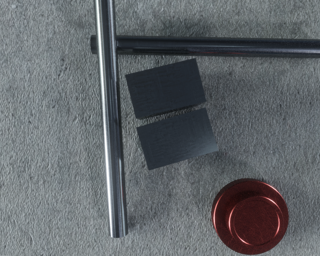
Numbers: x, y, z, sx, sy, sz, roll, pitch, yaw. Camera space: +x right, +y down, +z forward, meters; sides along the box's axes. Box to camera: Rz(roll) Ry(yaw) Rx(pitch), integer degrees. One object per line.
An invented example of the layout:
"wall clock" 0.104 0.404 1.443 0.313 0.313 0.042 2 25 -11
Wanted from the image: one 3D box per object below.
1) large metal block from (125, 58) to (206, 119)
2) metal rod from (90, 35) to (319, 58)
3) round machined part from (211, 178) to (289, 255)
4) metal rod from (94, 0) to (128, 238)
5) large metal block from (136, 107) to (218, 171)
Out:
"large metal block" 0.006 -0.044 0.383 0.080 0.080 0.050 -14 90 0
"metal rod" 0.062 -0.108 0.410 0.302 0.025 0.025 1 90 -1
"round machined part" 0.119 0.118 0.403 0.099 0.042 0.097 0 90 -1
"metal rod" -0.061 -0.008 0.393 0.025 0.025 0.298 -3 96 -1
"large metal block" 0.019 0.012 0.383 0.080 0.080 0.050 -16 90 0
